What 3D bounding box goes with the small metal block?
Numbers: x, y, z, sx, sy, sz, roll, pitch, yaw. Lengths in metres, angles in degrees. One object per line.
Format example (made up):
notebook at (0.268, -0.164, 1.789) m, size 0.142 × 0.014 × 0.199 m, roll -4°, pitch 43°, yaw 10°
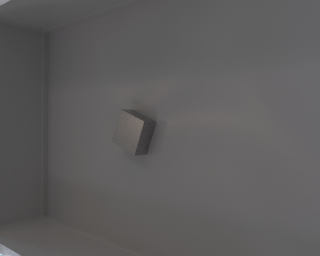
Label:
small metal block at (-0.038, 0.005, 0.439) m, size 0.050 × 0.025 × 0.050 m, roll 27°, pitch 107°, yaw 37°
